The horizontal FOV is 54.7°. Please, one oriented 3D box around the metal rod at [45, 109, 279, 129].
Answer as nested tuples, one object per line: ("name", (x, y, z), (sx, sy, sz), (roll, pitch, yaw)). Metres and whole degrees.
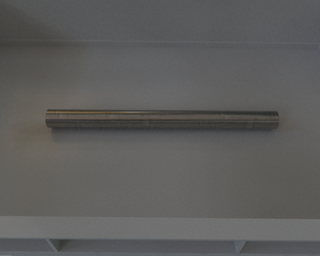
("metal rod", (0.003, -0.012, 0.412), (0.302, 0.025, 0.025), (0, 50, 0))
